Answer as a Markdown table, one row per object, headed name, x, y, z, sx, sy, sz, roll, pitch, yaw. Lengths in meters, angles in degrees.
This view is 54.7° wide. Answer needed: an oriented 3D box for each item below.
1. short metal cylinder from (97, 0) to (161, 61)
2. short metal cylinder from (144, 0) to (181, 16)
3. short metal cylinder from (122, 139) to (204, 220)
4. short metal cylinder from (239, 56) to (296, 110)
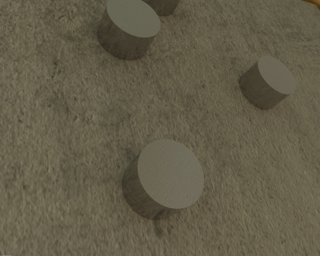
| name | x | y | z | sx | sy | sz | roll | pitch | yaw |
| --- | --- | --- | --- | --- | --- | --- | --- | --- | --- |
| short metal cylinder | -0.046 | -0.146 | 0.453 | 0.081 | 0.050 | 0.080 | 14 | 56 | -21 |
| short metal cylinder | 0.001 | -0.243 | 0.539 | 0.081 | 0.050 | 0.080 | 14 | 56 | -21 |
| short metal cylinder | 0.003 | 0.059 | 0.354 | 0.081 | 0.050 | 0.080 | 14 | 56 | -21 |
| short metal cylinder | 0.186 | -0.078 | 0.539 | 0.081 | 0.050 | 0.080 | 14 | 56 | -21 |
